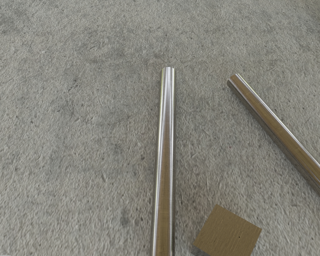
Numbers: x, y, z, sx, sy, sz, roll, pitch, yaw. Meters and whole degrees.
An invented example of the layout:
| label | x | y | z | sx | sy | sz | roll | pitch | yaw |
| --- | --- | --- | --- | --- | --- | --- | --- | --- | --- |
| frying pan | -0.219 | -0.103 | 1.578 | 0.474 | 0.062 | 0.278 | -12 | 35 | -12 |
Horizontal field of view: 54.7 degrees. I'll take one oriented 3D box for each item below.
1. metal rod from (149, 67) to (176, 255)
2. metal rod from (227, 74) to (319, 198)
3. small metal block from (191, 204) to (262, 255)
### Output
| label | x | y | z | sx | sy | sz | roll | pitch | yaw |
| --- | --- | --- | --- | --- | --- | --- | --- | --- | --- |
| metal rod | 0.007 | 0.031 | 0.376 | 0.025 | 0.025 | 0.300 | 2 | 50 | 1 |
| metal rod | 0.169 | 0.035 | 0.376 | 0.025 | 0.025 | 0.300 | -18 | 52 | -15 |
| small metal block | 0.066 | 0.113 | 0.309 | 0.050 | 0.025 | 0.050 | 27 | 55 | 20 |
